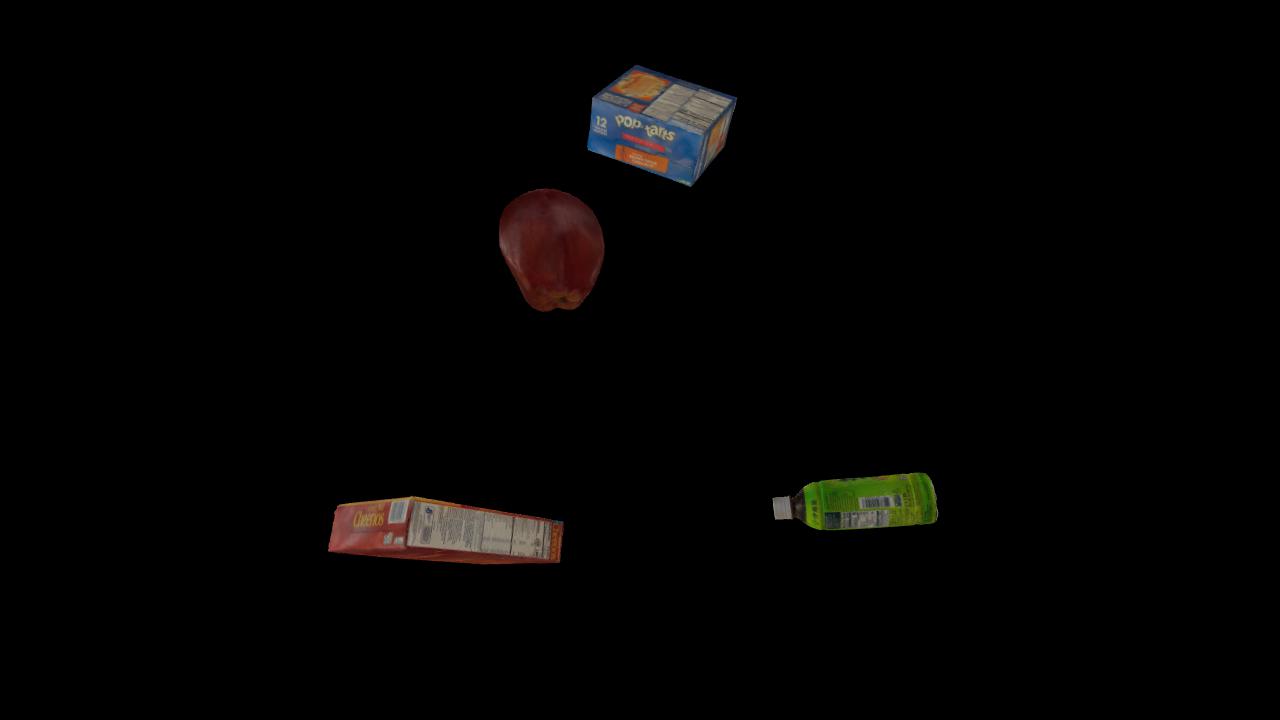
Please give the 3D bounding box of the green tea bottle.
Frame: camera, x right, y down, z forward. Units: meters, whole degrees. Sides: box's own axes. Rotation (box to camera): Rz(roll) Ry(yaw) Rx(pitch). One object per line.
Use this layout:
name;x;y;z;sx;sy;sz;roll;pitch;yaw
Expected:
green tea bottle;0.292;0.198;0.853;0.212;0.073;0.073;-6;-1;10

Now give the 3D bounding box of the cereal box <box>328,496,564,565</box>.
cereal box;-0.300;0.282;0.991;0.203;0.081;0.306;-14;-26;35

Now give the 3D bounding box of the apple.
apple;-0.067;-0.086;0.473;0.079;0.093;0.079;-12;-22;-5

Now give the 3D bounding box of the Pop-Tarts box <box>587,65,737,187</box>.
Pop-Tarts box;0.032;-0.339;0.885;0.167;0.083;0.141;23;48;12
